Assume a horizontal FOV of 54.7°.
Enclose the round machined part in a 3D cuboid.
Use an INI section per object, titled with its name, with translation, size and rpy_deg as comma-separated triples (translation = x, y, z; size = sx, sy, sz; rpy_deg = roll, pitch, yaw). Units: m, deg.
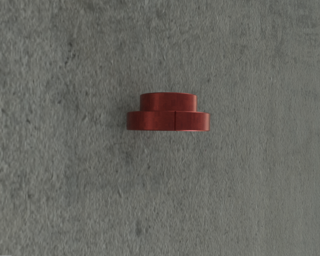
[round machined part]
translation = 0.010, -0.018, 0.368
size = 0.099, 0.098, 0.042
rpy_deg = 1, 89, -40
